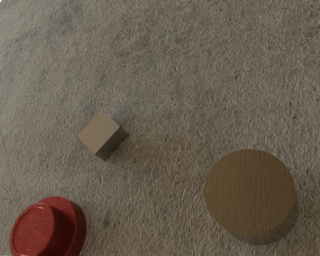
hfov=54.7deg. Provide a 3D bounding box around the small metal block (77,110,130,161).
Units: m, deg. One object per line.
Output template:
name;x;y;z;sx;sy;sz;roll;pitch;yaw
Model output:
small metal block;-0.080;0.010;0.438;0.050;0.025;0.050;-48;52;-6

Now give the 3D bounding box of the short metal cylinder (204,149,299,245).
short metal cylinder;0.089;0.067;0.300;0.080;0.050;0.080;-13;56;20

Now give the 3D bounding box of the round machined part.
round machined part;-0.145;0.132;0.386;0.098;0.042;0.098;-13;56;20
